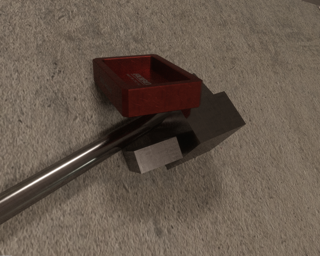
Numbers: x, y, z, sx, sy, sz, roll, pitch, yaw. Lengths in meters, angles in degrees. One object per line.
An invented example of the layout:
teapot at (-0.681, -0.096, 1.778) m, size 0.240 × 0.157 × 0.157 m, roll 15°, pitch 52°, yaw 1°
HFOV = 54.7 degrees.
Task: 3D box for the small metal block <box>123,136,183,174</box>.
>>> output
small metal block at (-0.009, 0.030, 0.355) m, size 0.050 × 0.050 × 0.025 m, roll -19°, pitch 92°, yaw -20°

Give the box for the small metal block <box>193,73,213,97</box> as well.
small metal block at (0.047, -0.047, 0.460) m, size 0.050 × 0.025 × 0.050 m, roll 49°, pitch 51°, yaw 6°

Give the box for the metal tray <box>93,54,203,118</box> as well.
metal tray at (-0.020, -0.056, 0.369) m, size 0.091 × 0.030 × 0.130 m, roll -10°, pitch 29°, yaw -22°

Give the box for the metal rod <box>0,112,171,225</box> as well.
metal rod at (-0.080, 0.033, 0.341) m, size 0.302 × 0.025 × 0.025 m, roll -32°, pitch 80°, yaw -38°

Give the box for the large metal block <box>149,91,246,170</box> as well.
large metal block at (0.046, 0.003, 0.393) m, size 0.081 × 0.080 × 0.050 m, roll -19°, pitch 72°, yaw -36°
